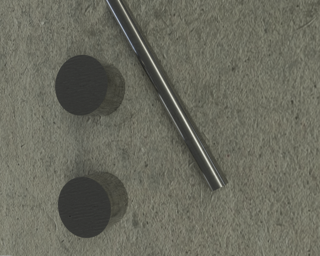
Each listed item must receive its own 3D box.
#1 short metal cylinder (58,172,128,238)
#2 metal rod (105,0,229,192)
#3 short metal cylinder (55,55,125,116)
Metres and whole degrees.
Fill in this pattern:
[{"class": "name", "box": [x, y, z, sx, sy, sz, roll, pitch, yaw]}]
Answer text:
[{"class": "short metal cylinder", "box": [-0.091, 0.104, 0.428, 0.080, 0.050, 0.079, 0, 90, 20]}, {"class": "metal rod", "box": [0.003, -0.057, 0.407, 0.025, 0.025, 0.299, -32, 80, 17]}, {"class": "short metal cylinder", "box": [-0.096, -0.056, 0.429, 0.080, 0.050, 0.079, 0, 90, 20]}]
